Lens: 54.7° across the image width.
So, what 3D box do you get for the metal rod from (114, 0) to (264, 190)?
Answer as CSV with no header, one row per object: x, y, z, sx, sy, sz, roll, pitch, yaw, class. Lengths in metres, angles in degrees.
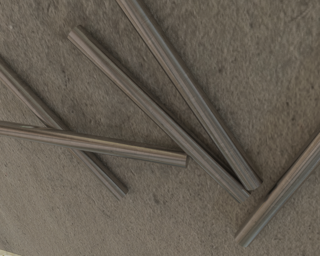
0.031,-0.049,0.358,0.025,0.025,0.299,-28,104,37,metal rod

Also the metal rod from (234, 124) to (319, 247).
0.159,0.047,0.351,0.025,0.025,0.298,28,128,10,metal rod

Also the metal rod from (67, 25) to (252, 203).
0.002,-0.015,0.394,0.300,0.025,0.025,44,129,-3,metal rod

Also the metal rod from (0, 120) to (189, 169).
-0.107,0.021,0.450,0.301,0.025,0.025,8,122,15,metal rod

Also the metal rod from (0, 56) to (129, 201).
-0.161,0.000,0.489,0.300,0.025,0.025,47,129,-6,metal rod
